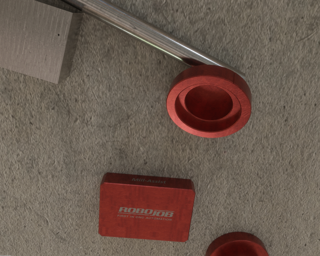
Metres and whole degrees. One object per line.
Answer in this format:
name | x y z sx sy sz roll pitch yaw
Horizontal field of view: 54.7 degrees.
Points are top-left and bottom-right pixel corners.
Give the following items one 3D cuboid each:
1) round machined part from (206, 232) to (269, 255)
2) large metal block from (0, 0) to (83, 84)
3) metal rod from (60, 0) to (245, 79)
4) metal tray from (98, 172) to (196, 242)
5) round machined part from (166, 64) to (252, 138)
round machined part | 0.122 0.215 0.481 0.099 0.042 0.097 0 110 0
large metal block | -0.142 -0.105 0.356 0.080 0.050 0.079 17 109 -6
metal rod | -0.034 -0.121 0.364 0.301 0.025 0.025 25 108 -9
metal tray | -0.020 0.116 0.450 0.131 0.030 0.089 5 110 -2
round machined part | 0.060 -0.036 0.374 0.098 0.042 0.097 9 137 9
